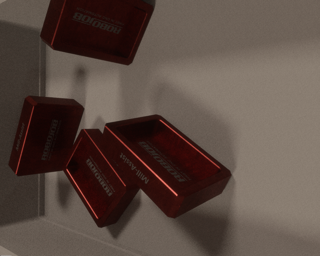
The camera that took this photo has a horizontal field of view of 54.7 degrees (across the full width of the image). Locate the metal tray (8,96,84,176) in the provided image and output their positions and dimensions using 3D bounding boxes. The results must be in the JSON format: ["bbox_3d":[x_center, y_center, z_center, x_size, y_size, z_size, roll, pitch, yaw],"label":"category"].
[{"bbox_3d":[-0.189,0.014,0.516,0.030,0.091,0.129,34,111,34],"label":"metal tray"}]

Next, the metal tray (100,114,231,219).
[{"bbox_3d":[0.004,0.035,0.356,0.130,0.091,0.030,40,125,32],"label":"metal tray"}]

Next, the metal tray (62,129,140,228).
[{"bbox_3d":[-0.095,0.074,0.479,0.130,0.030,0.089,48,118,29],"label":"metal tray"}]

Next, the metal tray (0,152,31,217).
[{"bbox_3d":[-0.315,0.116,0.662,0.090,0.030,0.129,-4,88,39],"label":"metal tray"}]

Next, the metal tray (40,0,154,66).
[{"bbox_3d":[-0.076,-0.136,0.399,0.030,0.131,0.089,39,114,33],"label":"metal tray"}]
